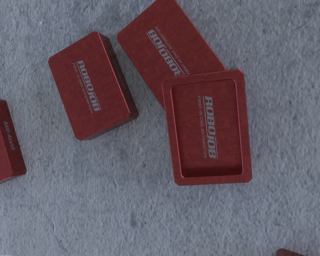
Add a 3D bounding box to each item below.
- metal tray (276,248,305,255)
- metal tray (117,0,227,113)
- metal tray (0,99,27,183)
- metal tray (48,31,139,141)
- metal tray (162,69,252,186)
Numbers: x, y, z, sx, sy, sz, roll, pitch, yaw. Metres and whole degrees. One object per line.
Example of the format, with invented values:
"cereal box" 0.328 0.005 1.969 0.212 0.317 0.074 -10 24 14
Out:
"metal tray" 0.164 0.215 0.348 0.090 0.030 0.129 14 94 19
"metal tray" 0.015 -0.094 0.400 0.090 0.030 0.130 -36 79 16
"metal tray" -0.277 0.027 0.502 0.090 0.030 0.129 -21 83 18
"metal tray" -0.096 -0.057 0.439 0.090 0.030 0.129 -24 82 18
"metal tray" 0.056 0.000 0.364 0.090 0.030 0.129 -5 101 12
